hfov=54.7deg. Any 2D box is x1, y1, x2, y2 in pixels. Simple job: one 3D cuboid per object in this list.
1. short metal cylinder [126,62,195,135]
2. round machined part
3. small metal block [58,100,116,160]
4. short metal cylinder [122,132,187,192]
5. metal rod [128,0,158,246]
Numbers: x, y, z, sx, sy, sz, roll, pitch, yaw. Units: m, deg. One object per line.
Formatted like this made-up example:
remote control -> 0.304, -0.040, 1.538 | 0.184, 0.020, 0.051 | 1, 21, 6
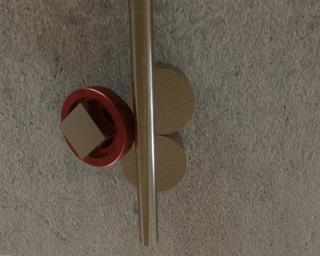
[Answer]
short metal cylinder -> 0.001, -0.038, 0.384 | 0.081, 0.050, 0.079 | 0, 110, 0
round machined part -> -0.072, -0.004, 0.386 | 0.098, 0.042, 0.097 | 9, 110, 27
small metal block -> -0.085, 0.001, 0.367 | 0.050, 0.025, 0.050 | -38, 85, 32
short metal cylinder -> -0.007, 0.038, 0.411 | 0.081, 0.050, 0.079 | 0, 109, 0
metal rod -> -0.017, 0.009, 0.361 | 0.025, 0.025, 0.298 | -1, 110, 0
